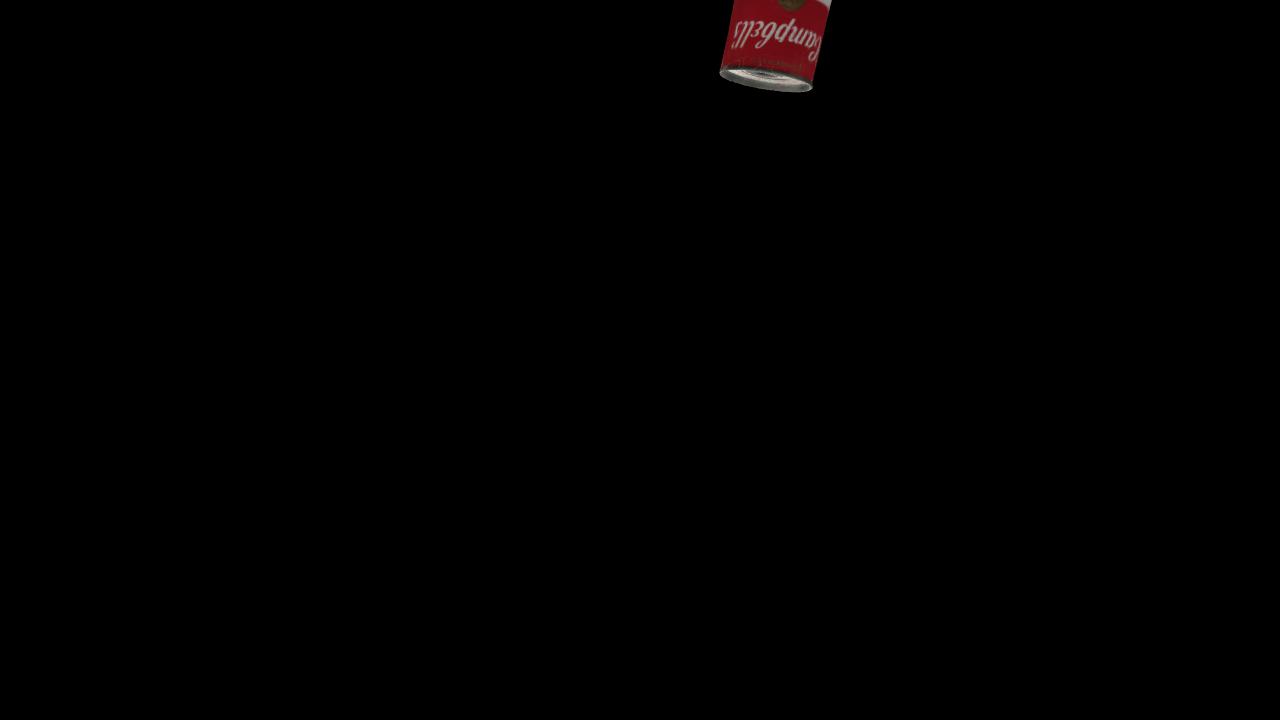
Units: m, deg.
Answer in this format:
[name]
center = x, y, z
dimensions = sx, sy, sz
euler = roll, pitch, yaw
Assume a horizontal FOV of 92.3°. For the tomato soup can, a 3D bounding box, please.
[tomato soup can]
center = 0.099, -0.247, 0.427
dimensions = 0.068, 0.101, 0.068
euler = 10, 16, -3
